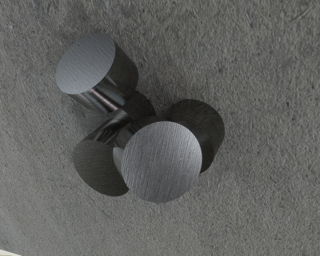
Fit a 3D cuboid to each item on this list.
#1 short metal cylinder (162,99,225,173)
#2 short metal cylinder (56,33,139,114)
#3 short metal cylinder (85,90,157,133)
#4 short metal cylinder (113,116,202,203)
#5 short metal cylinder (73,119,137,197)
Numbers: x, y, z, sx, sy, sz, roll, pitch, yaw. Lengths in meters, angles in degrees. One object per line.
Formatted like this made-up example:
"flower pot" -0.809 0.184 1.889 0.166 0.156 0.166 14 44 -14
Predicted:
"short metal cylinder" 0.034 0.011 0.379 0.080 0.050 0.079 13 124 20
"short metal cylinder" -0.073 -0.063 0.362 0.080 0.080 0.050 0 157 28
"short metal cylinder" -0.051 -0.007 0.412 0.080 0.050 0.079 13 124 20
"short metal cylinder" -0.004 0.030 0.318 0.080 0.080 0.050 61 169 -16
"short metal cylinder" -0.058 0.036 0.378 0.080 0.050 0.079 13 124 20
